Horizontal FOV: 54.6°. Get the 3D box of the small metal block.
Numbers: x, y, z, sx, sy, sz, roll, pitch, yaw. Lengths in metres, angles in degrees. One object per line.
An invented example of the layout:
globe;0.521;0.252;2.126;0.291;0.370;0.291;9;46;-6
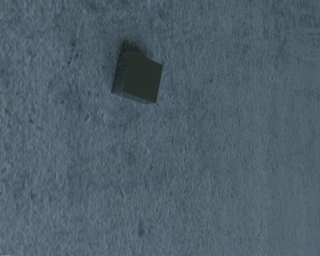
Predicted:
small metal block;-0.027;-0.060;0.381;0.050;0.025;0.050;16;80;-39
